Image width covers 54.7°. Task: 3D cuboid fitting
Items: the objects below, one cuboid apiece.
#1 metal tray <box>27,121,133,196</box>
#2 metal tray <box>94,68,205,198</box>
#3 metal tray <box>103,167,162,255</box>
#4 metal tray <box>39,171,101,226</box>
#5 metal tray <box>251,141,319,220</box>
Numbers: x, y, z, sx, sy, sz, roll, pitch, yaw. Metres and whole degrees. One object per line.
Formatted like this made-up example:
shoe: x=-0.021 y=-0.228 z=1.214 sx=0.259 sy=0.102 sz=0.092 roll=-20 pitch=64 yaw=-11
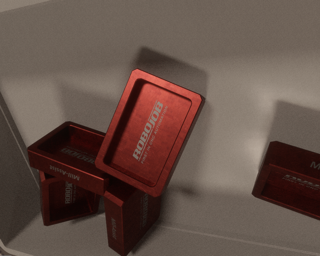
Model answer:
metal tray: x=-0.107 y=0.039 z=0.444 sx=0.130 sy=0.090 sz=0.030 roll=17 pitch=124 yaw=18
metal tray: x=-0.013 y=0.005 z=0.373 sx=0.090 sy=0.030 sz=0.129 roll=25 pitch=96 yaw=12
metal tray: x=-0.035 y=0.112 z=0.441 sx=0.030 sy=0.091 sz=0.129 roll=26 pitch=134 yaw=25
metal tray: x=-0.142 y=0.102 z=0.496 sx=0.030 sy=0.091 sz=0.129 roll=60 pitch=147 yaw=37
metal tray: x=0.173 y=0.067 z=0.332 sx=0.130 sy=0.030 sz=0.090 roll=18 pitch=150 yaw=17
